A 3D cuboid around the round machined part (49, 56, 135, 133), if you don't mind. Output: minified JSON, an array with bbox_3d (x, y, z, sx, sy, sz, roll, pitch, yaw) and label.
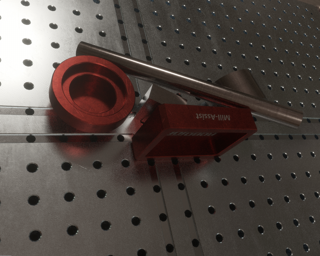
[{"bbox_3d":[-0.083,-0.036,0.376,0.099,0.042,0.098,14,56,-21],"label":"round machined part"}]

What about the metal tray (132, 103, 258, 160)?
[{"bbox_3d":[0.042,0.008,0.385,0.131,0.090,0.030,1,62,-28],"label":"metal tray"}]

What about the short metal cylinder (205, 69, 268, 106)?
[{"bbox_3d":[0.111,-0.043,0.461,0.081,0.080,0.050,-13,69,-34],"label":"short metal cylinder"}]

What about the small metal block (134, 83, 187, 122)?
[{"bbox_3d":[0.000,-0.025,0.409,0.050,0.050,0.025,24,53,-14],"label":"small metal block"}]

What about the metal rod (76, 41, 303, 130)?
[{"bbox_3d":[0.035,-0.057,0.407,0.301,0.025,0.025,18,52,4],"label":"metal rod"}]
